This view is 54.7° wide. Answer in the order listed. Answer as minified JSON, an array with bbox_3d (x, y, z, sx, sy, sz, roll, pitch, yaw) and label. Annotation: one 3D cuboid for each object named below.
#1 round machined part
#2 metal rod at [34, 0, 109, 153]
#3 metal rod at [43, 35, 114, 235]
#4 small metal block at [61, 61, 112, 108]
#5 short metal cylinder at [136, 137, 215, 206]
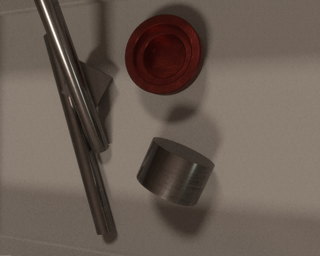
[{"bbox_3d":[0.008,-0.090,0.398,0.098,0.042,0.097,0,90,19],"label":"round machined part"},{"bbox_3d":[-0.118,-0.100,0.374,0.025,0.025,0.298,-4,119,20],"label":"metal rod"},{"bbox_3d":[-0.119,0.004,0.451,0.025,0.025,0.299,-19,84,19],"label":"metal rod"},{"bbox_3d":[-0.101,-0.060,0.432,0.050,0.025,0.050,27,96,-11],"label":"small metal block"},{"bbox_3d":[0.019,0.051,0.374,0.080,0.080,0.050,26,99,18],"label":"short metal cylinder"}]
